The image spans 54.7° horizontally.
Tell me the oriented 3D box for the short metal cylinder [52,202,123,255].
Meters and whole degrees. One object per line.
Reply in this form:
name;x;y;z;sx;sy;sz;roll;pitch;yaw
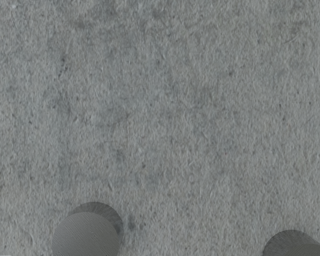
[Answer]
short metal cylinder;-0.090;0.140;0.396;0.081;0.050;0.079;0;90;-1

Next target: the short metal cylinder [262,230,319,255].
short metal cylinder;0.181;0.180;0.400;0.081;0.050;0.079;0;90;-1
